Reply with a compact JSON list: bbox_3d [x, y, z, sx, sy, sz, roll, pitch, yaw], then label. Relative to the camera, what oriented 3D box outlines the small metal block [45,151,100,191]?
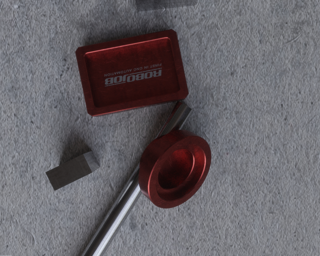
[{"bbox_3d":[-0.109,0.053,0.397,0.050,0.050,0.025,-26,90,0],"label":"small metal block"}]

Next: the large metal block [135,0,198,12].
[{"bbox_3d":[0.005,-0.202,0.397,0.080,0.050,0.080,-7,90,0],"label":"large metal block"}]

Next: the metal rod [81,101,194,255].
[{"bbox_3d":[-0.045,0.098,0.409,0.025,0.025,0.299,32,90,0],"label":"metal rod"}]

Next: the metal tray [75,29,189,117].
[{"bbox_3d":[-0.035,-0.070,0.407,0.131,0.030,0.089,-11,90,0],"label":"metal tray"}]

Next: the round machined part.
[{"bbox_3d":[0.014,0.046,0.385,0.099,0.042,0.097,-19,123,-32],"label":"round machined part"}]
